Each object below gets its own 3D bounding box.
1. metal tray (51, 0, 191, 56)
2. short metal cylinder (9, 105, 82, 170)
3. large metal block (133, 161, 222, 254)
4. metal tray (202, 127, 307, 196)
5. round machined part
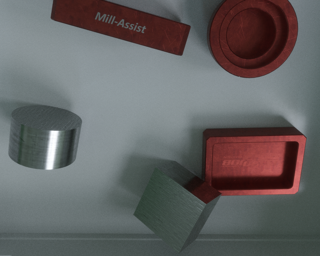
[{"bbox_3d":[-0.037,-0.115,0.333,0.131,0.090,0.030,14,110,-6],"label":"metal tray"},{"bbox_3d":[-0.141,0.009,0.383,0.081,0.080,0.050,13,110,-5],"label":"short metal cylinder"},{"bbox_3d":[0.023,0.103,0.416,0.080,0.050,0.079,33,110,26],"label":"large metal block"},{"bbox_3d":[0.125,0.046,0.427,0.131,0.030,0.089,-1,110,0],"label":"metal tray"},{"bbox_3d":[0.104,-0.111,0.363,0.099,0.042,0.097,0,110,-1],"label":"round machined part"}]
